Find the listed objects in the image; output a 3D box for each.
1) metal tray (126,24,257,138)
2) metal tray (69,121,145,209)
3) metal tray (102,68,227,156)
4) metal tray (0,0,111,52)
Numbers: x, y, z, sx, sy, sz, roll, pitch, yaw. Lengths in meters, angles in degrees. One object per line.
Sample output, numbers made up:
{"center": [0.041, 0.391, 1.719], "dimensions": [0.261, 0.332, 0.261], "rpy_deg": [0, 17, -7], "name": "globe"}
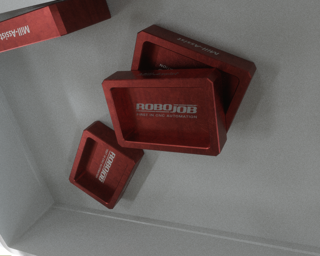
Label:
{"center": [0.031, -0.052, 0.356], "dimensions": [0.130, 0.030, 0.089], "rpy_deg": [25, 127, 12], "name": "metal tray"}
{"center": [-0.088, 0.062, 0.490], "dimensions": [0.090, 0.030, 0.129], "rpy_deg": [33, 129, 6], "name": "metal tray"}
{"center": [0.005, -0.019, 0.351], "dimensions": [0.130, 0.030, 0.089], "rpy_deg": [3, 120, 26], "name": "metal tray"}
{"center": [-0.135, -0.122, 0.362], "dimensions": [0.130, 0.090, 0.030], "rpy_deg": [-3, 117, 29], "name": "metal tray"}
